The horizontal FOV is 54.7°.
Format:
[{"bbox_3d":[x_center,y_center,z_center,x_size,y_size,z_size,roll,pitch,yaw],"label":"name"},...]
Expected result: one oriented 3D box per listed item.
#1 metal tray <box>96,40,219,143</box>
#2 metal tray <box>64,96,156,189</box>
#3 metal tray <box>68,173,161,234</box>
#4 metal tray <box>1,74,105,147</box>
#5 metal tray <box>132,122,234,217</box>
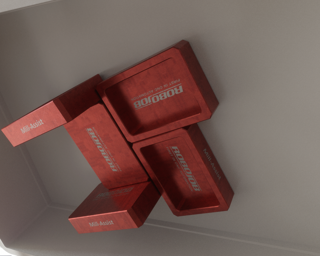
[{"bbox_3d":[-0.006,-0.039,0.381,0.130,0.030,0.090,-18,109,34],"label":"metal tray"},{"bbox_3d":[-0.074,0.024,0.454,0.090,0.030,0.130,-19,109,35],"label":"metal tray"},{"bbox_3d":[-0.063,0.111,0.463,0.130,0.090,0.030,-18,109,35],"label":"metal tray"},{"bbox_3d":[-0.141,-0.023,0.420,0.130,0.090,0.030,-19,108,35],"label":"metal tray"},{"bbox_3d":[0.032,0.058,0.421,0.090,0.030,0.130,-19,109,35],"label":"metal tray"}]
